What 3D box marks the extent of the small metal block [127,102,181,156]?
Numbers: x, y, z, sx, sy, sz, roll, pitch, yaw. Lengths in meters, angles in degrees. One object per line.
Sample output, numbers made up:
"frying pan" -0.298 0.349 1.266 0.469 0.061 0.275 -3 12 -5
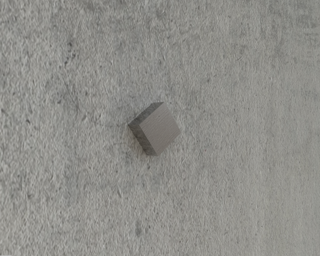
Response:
"small metal block" -0.006 0.001 0.403 0.050 0.025 0.050 -44 117 -31
